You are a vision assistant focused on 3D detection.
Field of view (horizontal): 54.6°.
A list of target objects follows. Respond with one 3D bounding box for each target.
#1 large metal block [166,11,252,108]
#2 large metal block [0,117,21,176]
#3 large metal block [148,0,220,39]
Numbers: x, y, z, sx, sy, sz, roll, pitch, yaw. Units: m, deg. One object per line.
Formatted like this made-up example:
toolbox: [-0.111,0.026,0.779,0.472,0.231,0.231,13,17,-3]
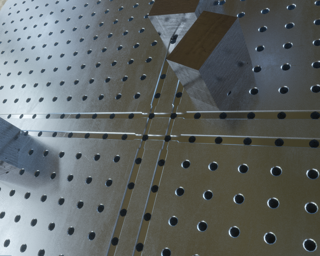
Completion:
large metal block: [0.065,-0.085,0.392,0.050,0.080,0.080,29,78,37]
large metal block: [-0.281,0.025,0.507,0.050,0.080,0.080,-24,53,14]
large metal block: [0.039,-0.190,0.489,0.080,0.050,0.080,8,66,32]
